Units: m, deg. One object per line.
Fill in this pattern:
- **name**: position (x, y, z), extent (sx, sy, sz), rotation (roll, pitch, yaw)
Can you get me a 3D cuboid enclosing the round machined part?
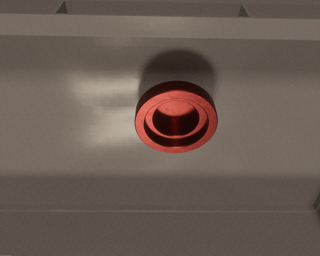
- **round machined part**: position (0.019, -0.017, 0.383), extent (0.099, 0.042, 0.097), rotation (-1, 130, 0)
